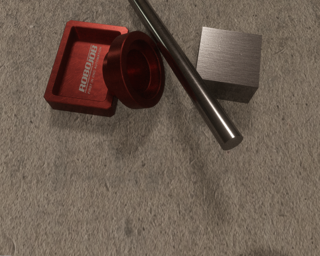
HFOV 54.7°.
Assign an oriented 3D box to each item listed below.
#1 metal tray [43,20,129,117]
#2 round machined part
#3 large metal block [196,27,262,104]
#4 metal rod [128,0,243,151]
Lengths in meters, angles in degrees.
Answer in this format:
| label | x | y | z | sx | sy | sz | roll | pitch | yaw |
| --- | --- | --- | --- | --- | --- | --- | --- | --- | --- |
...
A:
| label | x | y | z | sx | sy | sz | roll | pitch | yaw |
| --- | --- | --- | --- | --- | --- | --- | --- | --- | --- |
| metal tray | -0.098 | -0.085 | 0.435 | 0.091 | 0.030 | 0.130 | 8 | 70 | 2 |
| round machined part | -0.037 | -0.073 | 0.404 | 0.042 | 0.098 | 0.098 | -4 | 67 | 32 |
| large metal block | 0.091 | -0.086 | 0.427 | 0.080 | 0.050 | 0.080 | 9 | 70 | 3 |
| metal rod | 0.018 | -0.096 | 0.406 | 0.025 | 0.025 | 0.299 | -22 | 58 | -8 |
